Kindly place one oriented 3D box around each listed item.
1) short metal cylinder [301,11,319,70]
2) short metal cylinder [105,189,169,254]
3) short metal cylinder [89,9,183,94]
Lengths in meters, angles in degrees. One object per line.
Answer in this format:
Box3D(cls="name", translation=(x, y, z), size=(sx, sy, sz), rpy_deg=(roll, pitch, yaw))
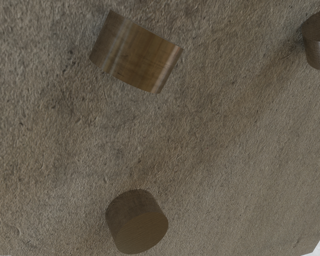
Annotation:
Box3D(cls="short metal cylinder", translation=(0.242, -0.124, 0.427), size=(0.080, 0.080, 0.050), rpy_deg=(-37, 129, -4))
Box3D(cls="short metal cylinder", translation=(-0.035, 0.138, 0.457), size=(0.081, 0.050, 0.079), rpy_deg=(-14, 124, -21))
Box3D(cls="short metal cylinder", translation=(-0.023, -0.076, 0.311), size=(0.081, 0.080, 0.050), rpy_deg=(17, 109, -35))
